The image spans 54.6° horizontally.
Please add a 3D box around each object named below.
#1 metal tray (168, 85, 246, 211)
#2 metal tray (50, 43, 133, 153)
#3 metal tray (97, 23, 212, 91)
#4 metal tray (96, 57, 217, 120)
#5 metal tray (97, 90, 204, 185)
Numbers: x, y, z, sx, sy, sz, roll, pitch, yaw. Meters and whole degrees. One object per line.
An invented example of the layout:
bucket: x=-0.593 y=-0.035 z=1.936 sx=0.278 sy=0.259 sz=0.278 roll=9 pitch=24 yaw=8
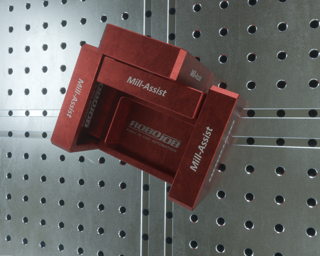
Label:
metal tray: x=0.057 y=0.021 z=0.357 sx=0.030 sy=0.090 sz=0.129 roll=23 pitch=98 yaw=18
metal tray: x=-0.085 y=-0.035 z=0.408 sx=0.030 sy=0.090 sz=0.129 roll=23 pitch=98 yaw=18
metal tray: x=0.001 y=-0.075 z=0.356 sx=0.090 sy=0.130 sz=0.030 roll=24 pitch=99 yaw=18
metal tray: x=0.001 y=-0.046 z=0.378 sx=0.130 sy=0.090 sz=0.030 roll=23 pitch=98 yaw=18
metal tray: x=-0.010 y=0.011 z=0.413 sx=0.130 sy=0.030 sz=0.090 roll=23 pitch=98 yaw=18
